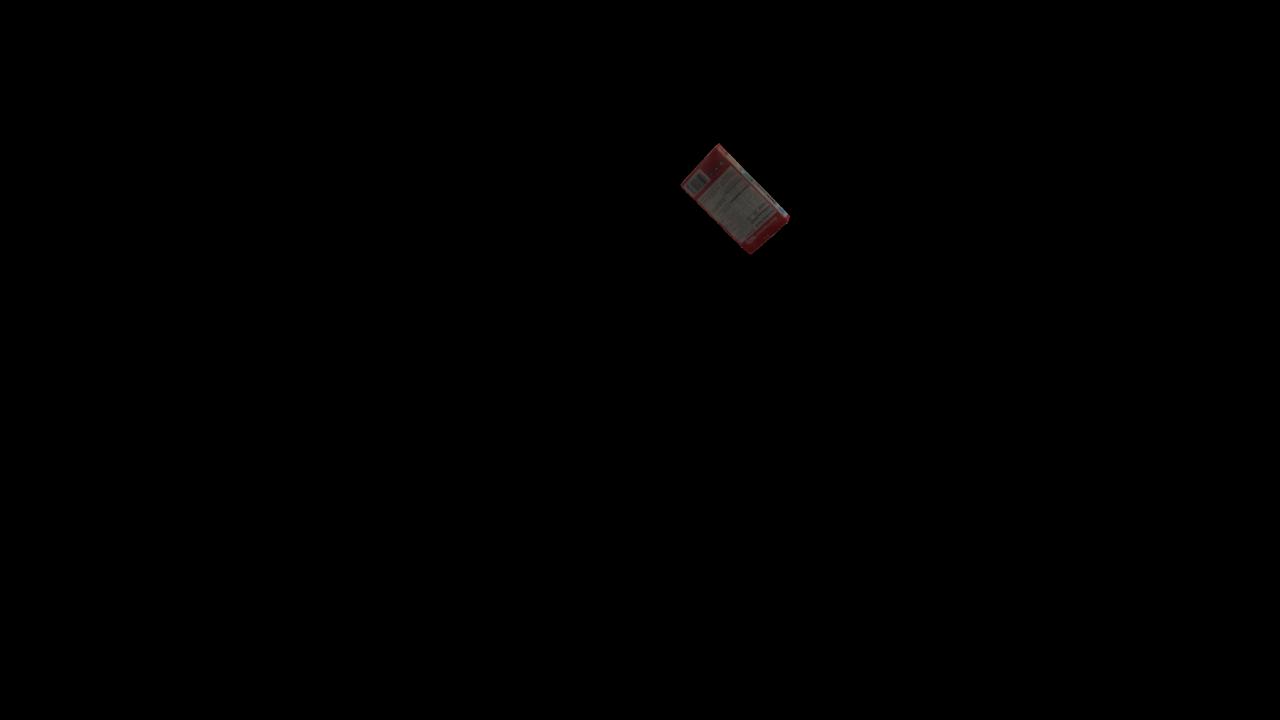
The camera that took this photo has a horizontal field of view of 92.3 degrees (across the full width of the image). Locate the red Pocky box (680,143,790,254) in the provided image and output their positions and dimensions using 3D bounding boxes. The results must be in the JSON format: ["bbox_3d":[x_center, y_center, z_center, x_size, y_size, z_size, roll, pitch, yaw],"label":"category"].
[{"bbox_3d":[0.143,-0.241,0.930,0.083,0.155,0.028,-41,10,36],"label":"red Pocky box"}]
